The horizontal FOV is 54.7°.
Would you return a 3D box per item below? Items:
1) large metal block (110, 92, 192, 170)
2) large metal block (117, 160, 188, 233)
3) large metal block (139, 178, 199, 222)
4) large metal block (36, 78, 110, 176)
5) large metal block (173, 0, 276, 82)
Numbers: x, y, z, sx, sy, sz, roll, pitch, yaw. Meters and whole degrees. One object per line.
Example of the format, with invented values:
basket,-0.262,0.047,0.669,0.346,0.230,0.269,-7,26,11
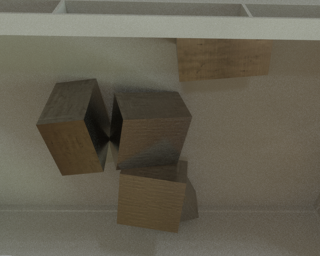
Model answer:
large metal block,-0.015,0.003,0.382,0.081,0.050,0.079,-3,132,-20
large metal block,-0.010,0.085,0.408,0.080,0.050,0.079,8,116,3
large metal block,0.008,0.107,0.484,0.080,0.050,0.080,-18,128,14
large metal block,-0.096,-0.002,0.370,0.050,0.080,0.080,-6,130,5
large metal block,0.055,-0.090,0.297,0.080,0.080,0.050,-4,130,3
